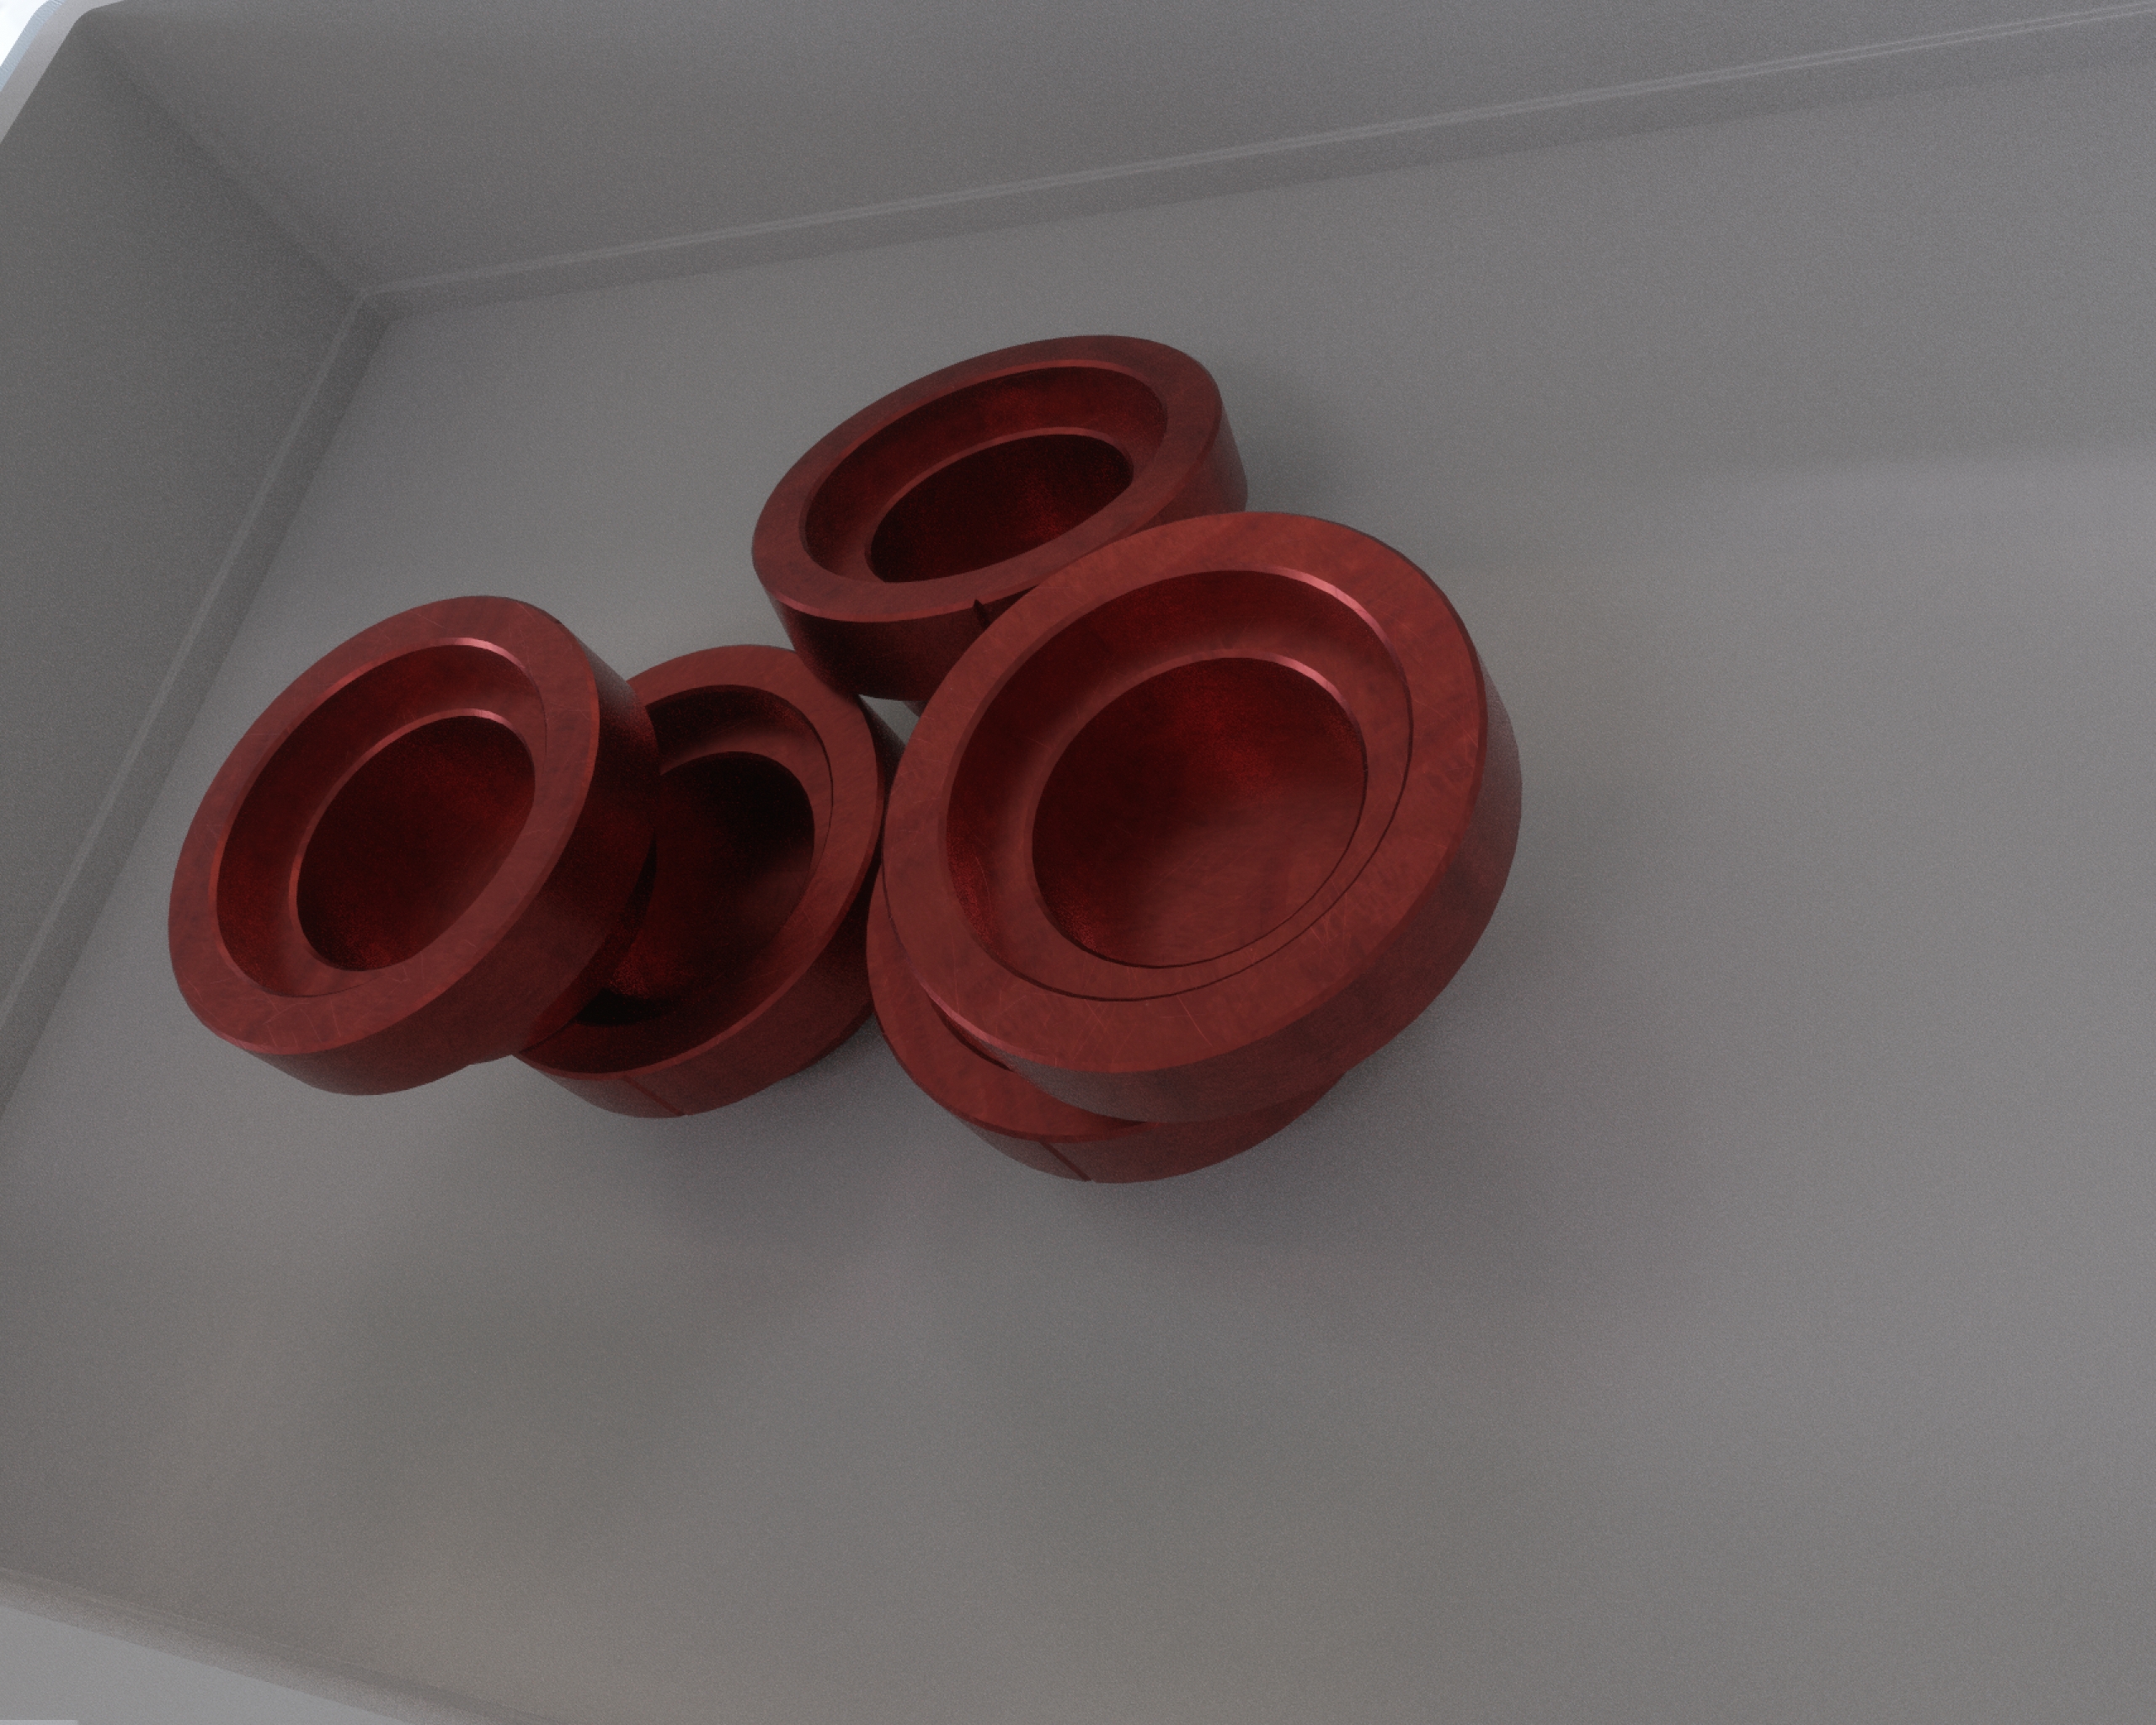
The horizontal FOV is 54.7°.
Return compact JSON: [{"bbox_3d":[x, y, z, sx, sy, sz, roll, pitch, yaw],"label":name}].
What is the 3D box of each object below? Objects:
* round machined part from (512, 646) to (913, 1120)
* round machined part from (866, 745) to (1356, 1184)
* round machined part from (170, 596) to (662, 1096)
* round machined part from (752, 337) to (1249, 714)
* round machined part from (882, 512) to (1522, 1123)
[{"bbox_3d":[-0.073,0.007,0.427,0.098,0.042,0.098,-13,56,21],"label":"round machined part"},{"bbox_3d":[0.015,0.013,0.378,0.098,0.042,0.098,-13,56,21],"label":"round machined part"},{"bbox_3d":[-0.122,0.000,0.403,0.098,0.042,0.098,-13,56,21],"label":"round machined part"},{"bbox_3d":[-0.013,-0.063,0.426,0.098,0.042,0.098,-13,39,12],"label":"round machined part"},{"bbox_3d":[0.022,-0.004,0.331,0.098,0.042,0.098,-13,56,21],"label":"round machined part"}]
